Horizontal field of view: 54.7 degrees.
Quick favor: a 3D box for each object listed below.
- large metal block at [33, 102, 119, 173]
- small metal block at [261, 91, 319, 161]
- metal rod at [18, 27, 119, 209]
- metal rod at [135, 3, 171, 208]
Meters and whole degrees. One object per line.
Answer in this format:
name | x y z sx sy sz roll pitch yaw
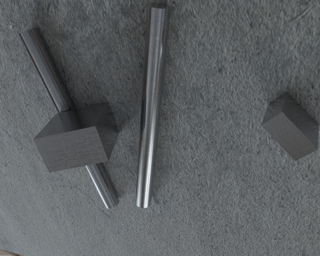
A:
large metal block | -0.107 0.010 0.416 0.080 0.080 0.050 -12 114 8
small metal block | 0.135 -0.003 0.318 0.050 0.050 0.025 45 129 -4
metal rod | -0.130 -0.001 0.472 0.025 0.025 0.298 -7 115 31
metal rod | -0.014 -0.006 0.408 0.025 0.025 0.298 18 126 17
